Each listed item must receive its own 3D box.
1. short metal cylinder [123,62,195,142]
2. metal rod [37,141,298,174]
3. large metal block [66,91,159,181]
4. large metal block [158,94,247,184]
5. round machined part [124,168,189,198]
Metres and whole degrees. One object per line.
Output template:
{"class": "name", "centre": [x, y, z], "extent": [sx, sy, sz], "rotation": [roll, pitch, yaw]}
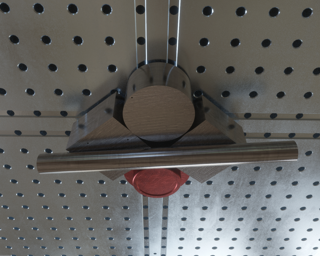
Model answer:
{"class": "short metal cylinder", "centre": [-0.001, -0.030, 0.365], "extent": [0.081, 0.050, 0.079], "rotation": [0, 130, 0]}
{"class": "metal rod", "centre": [0.006, 0.035, 0.369], "extent": [0.302, 0.025, 0.025], "rotation": [-3, 130, 3]}
{"class": "large metal block", "centre": [-0.059, 0.013, 0.401], "extent": [0.080, 0.050, 0.080], "rotation": [-32, 125, 24]}
{"class": "large metal block", "centre": [0.054, 0.017, 0.402], "extent": [0.080, 0.050, 0.080], "rotation": [35, 123, -26]}
{"class": "round machined part", "centre": [-0.004, 0.065, 0.450], "extent": [0.099, 0.042, 0.097], "rotation": [0, 130, 0]}
